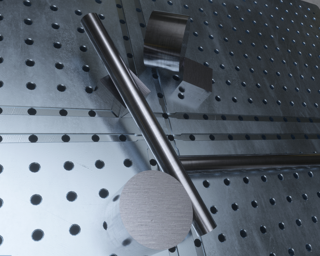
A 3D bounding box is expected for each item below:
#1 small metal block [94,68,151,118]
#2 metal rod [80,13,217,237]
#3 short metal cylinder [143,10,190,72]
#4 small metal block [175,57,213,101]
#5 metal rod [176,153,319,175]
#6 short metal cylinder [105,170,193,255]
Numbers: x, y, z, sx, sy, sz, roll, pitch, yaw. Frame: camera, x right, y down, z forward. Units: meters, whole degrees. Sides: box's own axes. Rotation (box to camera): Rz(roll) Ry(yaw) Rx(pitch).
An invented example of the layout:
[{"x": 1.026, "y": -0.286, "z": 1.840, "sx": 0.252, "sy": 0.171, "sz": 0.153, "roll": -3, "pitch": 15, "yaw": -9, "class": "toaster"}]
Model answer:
[{"x": -0.050, "y": -0.049, "z": 0.411, "sx": 0.050, "sy": 0.025, "sz": 0.050, "roll": 47, "pitch": 51, "yaw": 4, "class": "small metal block"}, {"x": -0.019, "y": -0.012, "z": 0.375, "sx": 0.025, "sy": 0.025, "sz": 0.299, "roll": -22, "pitch": 78, "yaw": -36, "class": "metal rod"}, {"x": 0.011, "y": -0.124, "z": 0.446, "sx": 0.050, "sy": 0.080, "sz": 0.080, "roll": 12, "pitch": 53, "yaw": 7, "class": "short metal cylinder"}, {"x": 0.054, "y": -0.076, "z": 0.483, "sx": 0.050, "sy": 0.025, "sz": 0.050, "roll": 20, "pitch": 54, "yaw": -17, "class": "small metal block"}, {"x": 0.148, "y": 0.051, "z": 0.456, "sx": 0.303, "sy": 0.025, "sz": 0.025, "roll": 2, "pitch": 61, "yaw": -28, "class": "metal rod"}, {"x": -0.013, "y": 0.091, "z": 0.330, "sx": 0.081, "sy": 0.050, "sz": 0.080, "roll": 14, "pitch": 56, "yaw": -21, "class": "short metal cylinder"}]
